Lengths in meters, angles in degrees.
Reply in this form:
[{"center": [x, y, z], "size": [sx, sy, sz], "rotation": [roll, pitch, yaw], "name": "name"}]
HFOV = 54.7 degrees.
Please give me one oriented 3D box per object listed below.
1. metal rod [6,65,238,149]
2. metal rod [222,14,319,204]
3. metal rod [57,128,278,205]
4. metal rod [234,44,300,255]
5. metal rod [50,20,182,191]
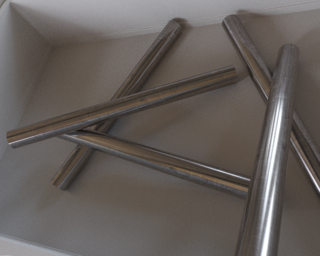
[{"center": [-0.049, -0.027, 0.402], "size": [0.302, 0.025, 0.025], "rotation": [-16, 54, 1], "name": "metal rod"}, {"center": [0.132, -0.035, 0.357], "size": [0.025, 0.025, 0.299], "rotation": [-24, 53, 13], "name": "metal rod"}, {"center": [-0.014, 0.035, 0.371], "size": [0.301, 0.025, 0.025], "rotation": [15, 69, 27], "name": "metal rod"}, {"center": [0.104, 0.001, 0.277], "size": [0.025, 0.025, 0.301], "rotation": [0, 38, 28], "name": "metal rod"}, {"center": [-0.058, -0.040, 0.459], "size": [0.025, 0.025, 0.300], "rotation": [26, 75, 36], "name": "metal rod"}]
